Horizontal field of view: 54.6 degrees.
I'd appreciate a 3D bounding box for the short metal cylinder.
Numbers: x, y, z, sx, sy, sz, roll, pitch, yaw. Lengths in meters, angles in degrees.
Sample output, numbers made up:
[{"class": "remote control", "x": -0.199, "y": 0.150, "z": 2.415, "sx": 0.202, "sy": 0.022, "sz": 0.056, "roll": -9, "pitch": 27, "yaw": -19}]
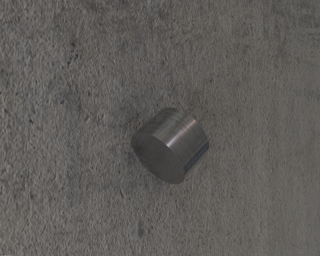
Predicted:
[{"class": "short metal cylinder", "x": 0.012, "y": 0.022, "z": 0.378, "sx": 0.050, "sy": 0.080, "sz": 0.080, "roll": -44, "pitch": 117, "yaw": -31}]
